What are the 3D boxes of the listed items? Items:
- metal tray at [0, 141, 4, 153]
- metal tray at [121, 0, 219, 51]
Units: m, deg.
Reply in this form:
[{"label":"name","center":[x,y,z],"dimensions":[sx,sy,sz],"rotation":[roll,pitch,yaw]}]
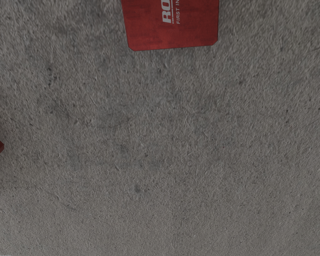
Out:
[{"label":"metal tray","center":[-0.285,0.033,0.402],"dimensions":[0.130,0.030,0.090],"rotation":[-33,112,13]},{"label":"metal tray","center":[0.008,-0.139,0.285],"dimensions":[0.091,0.030,0.129],"rotation":[-4,130,3]}]
